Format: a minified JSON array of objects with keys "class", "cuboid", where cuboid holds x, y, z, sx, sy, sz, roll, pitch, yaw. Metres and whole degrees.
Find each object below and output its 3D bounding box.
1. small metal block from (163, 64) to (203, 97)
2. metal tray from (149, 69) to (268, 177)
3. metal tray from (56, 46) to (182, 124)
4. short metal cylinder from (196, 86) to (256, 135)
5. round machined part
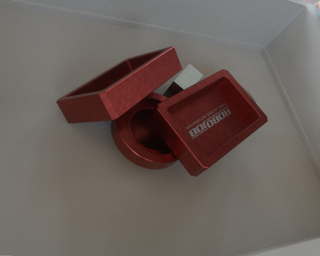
[{"class":"small metal block","cuboid":[0.029,-0.056,0.438,0.025,0.050,0.050,40,49,-2]},{"class":"metal tray","cuboid":[0.063,-0.011,0.382,0.131,0.030,0.090,-31,78,-34]},{"class":"metal tray","cuboid":[-0.045,-0.052,0.369,0.131,0.090,0.030,-43,119,-40]},{"class":"short metal cylinder","cuboid":[0.096,-0.023,0.455,0.081,0.050,0.080,14,56,-21]},{"class":"round machined part","cuboid":[-0.014,0.006,0.384,0.099,0.042,0.098,14,56,-21]}]
